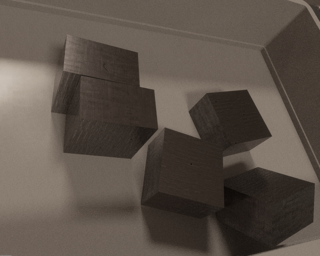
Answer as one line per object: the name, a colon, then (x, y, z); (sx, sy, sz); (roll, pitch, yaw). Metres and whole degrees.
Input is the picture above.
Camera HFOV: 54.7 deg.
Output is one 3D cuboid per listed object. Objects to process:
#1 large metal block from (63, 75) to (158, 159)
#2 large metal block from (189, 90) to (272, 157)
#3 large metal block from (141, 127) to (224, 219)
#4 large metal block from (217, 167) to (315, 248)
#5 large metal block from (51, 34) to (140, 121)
large metal block: (-0.057, -0.007, 0.345); (0.081, 0.080, 0.050); (8, 59, -25)
large metal block: (0.101, -0.006, 0.450); (0.081, 0.050, 0.080); (-9, 66, -32)
large metal block: (0.028, 0.056, 0.372); (0.081, 0.050, 0.080); (18, 55, -18)
large metal block: (0.127, 0.090, 0.377); (0.081, 0.080, 0.050); (-12, 105, -34)
large metal block: (-0.077, -0.053, 0.362); (0.081, 0.080, 0.050); (9, 58, -24)
